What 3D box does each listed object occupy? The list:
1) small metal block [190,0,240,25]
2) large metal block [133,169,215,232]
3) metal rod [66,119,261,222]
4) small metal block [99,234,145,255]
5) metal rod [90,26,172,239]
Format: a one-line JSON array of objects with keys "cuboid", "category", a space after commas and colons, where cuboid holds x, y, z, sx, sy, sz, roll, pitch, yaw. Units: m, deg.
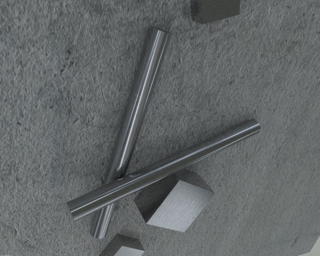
[{"cuboid": [0.062, -0.150, 0.349, 0.050, 0.025, 0.050, -20, 127, -17], "category": "small metal block"}, {"cuboid": [0.022, 0.104, 0.469, 0.080, 0.050, 0.080, 27, 103, -38], "category": "large metal block"}, {"cuboid": [0.022, 0.048, 0.428, 0.302, 0.025, 0.025, -22, 127, -24], "category": "metal rod"}, {"cuboid": [-0.062, 0.203, 0.501, 0.050, 0.025, 0.050, 32, 100, -39], "category": "small metal block"}, {"cuboid": [-0.045, 0.022, 0.397, 0.025, 0.025, 0.298, 5, 116, -31], "category": "metal rod"}]
